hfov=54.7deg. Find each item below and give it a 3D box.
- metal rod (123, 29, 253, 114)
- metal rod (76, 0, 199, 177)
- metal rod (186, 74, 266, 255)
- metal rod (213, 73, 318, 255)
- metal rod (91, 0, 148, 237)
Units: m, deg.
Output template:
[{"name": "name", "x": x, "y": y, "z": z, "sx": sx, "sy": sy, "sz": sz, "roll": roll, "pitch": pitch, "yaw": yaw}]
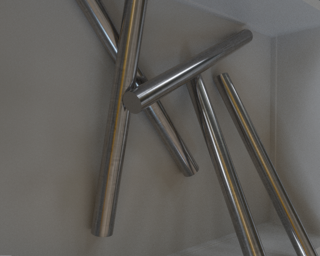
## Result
[{"name": "metal rod", "x": 0.059, "y": -0.091, "z": 0.425, "sx": 0.302, "sy": 0.025, "sz": 0.025, "roll": -37, "pitch": 113, "yaw": -44}, {"name": "metal rod", "x": -0.027, "y": -0.056, "z": 0.383, "sx": 0.025, "sy": 0.025, "sz": 0.299, "roll": -46, "pitch": 118, "yaw": -30}, {"name": "metal rod", "x": 0.083, "y": 0.052, "z": 0.397, "sx": 0.025, "sy": 0.025, "sz": 0.299, "roll": 1, "pitch": 65, "yaw": -40}, {"name": "metal rod", "x": 0.152, "y": 0.053, "z": 0.455, "sx": 0.025, "sy": 0.025, "sz": 0.299, "roll": -12, "pitch": 73, "yaw": -39}, {"name": "metal rod", "x": -0.043, "y": -0.028, "z": 0.346, "sx": 0.025, "sy": 0.025, "sz": 0.298, "roll": 7, "pitch": 93, "yaw": -40}]
